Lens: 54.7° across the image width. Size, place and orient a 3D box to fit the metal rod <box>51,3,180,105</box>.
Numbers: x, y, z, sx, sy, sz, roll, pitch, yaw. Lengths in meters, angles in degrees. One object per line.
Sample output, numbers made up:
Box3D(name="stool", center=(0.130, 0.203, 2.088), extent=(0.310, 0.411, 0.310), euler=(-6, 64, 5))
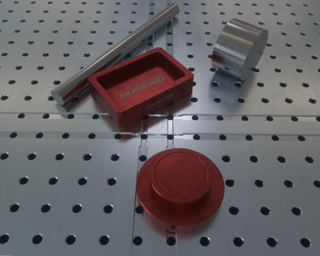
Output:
Box3D(name="metal rod", center=(-0.059, -0.137, 0.521), extent=(0.025, 0.025, 0.301), euler=(29, 55, 22))

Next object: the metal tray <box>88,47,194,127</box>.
Box3D(name="metal tray", center=(-0.027, -0.065, 0.458), extent=(0.131, 0.030, 0.090), euler=(-29, 56, -22))

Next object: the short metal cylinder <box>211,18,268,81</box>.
Box3D(name="short metal cylinder", center=(0.122, -0.120, 0.473), extent=(0.050, 0.080, 0.080), euler=(31, 56, 23))

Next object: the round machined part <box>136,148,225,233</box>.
Box3D(name="round machined part", center=(0.023, 0.061, 0.345), extent=(0.099, 0.042, 0.098), euler=(0, 50, 0))
